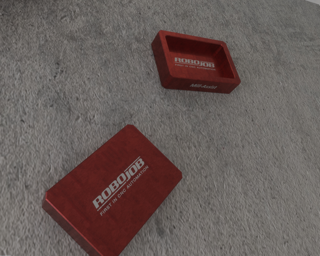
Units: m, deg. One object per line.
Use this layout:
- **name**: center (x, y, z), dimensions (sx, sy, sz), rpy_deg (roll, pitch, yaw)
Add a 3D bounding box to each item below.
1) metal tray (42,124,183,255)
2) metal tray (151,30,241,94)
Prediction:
- **metal tray**: center (-0.046, 0.065, 0.336), dimensions (0.090, 0.030, 0.131), rpy_deg (45, 51, 3)
- **metal tray**: center (0.058, -0.103, 0.494), dimensions (0.131, 0.030, 0.090), rpy_deg (1, 61, -28)
